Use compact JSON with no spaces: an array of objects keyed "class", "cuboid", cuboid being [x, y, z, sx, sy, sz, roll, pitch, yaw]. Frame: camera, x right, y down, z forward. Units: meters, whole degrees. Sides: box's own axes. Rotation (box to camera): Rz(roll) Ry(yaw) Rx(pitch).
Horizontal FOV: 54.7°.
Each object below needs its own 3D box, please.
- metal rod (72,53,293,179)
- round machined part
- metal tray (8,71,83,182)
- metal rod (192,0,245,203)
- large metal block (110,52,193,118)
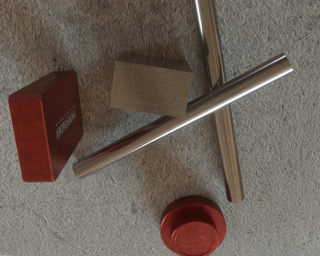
[{"class":"metal rod","cuboid":[0.015,-0.007,0.388,0.300,0.025,0.025,-27,108,16]},{"class":"round machined part","cuboid":[0.050,0.153,0.458,0.099,0.042,0.097,0,110,-1]},{"class":"metal tray","cuboid":[-0.120,-0.009,0.349,0.030,0.130,0.089,-1,110,0]},{"class":"metal rod","cuboid":[0.077,-0.035,0.397,0.025,0.025,0.298,-12,110,4]},{"class":"large metal block","cuboid":[-0.010,-0.053,0.361,0.081,0.080,0.050,8,110,-4]}]
